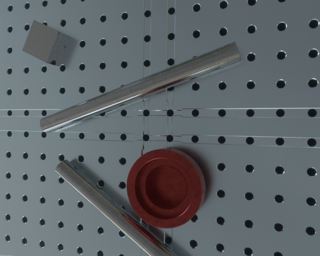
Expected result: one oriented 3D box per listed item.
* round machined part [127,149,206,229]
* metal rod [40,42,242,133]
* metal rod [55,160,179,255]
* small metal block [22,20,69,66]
[{"bbox_3d":[0.010,0.075,0.400,0.098,0.042,0.097,0,90,20],"label":"round machined part"},{"bbox_3d":[-0.039,-0.049,0.426,0.300,0.025,0.025,-18,84,19],"label":"metal rod"},{"bbox_3d":[-0.031,0.143,0.423,0.300,0.025,0.025,36,102,16],"label":"metal rod"},{"bbox_3d":[-0.175,-0.130,0.474,0.050,0.025,0.050,28,99,17],"label":"small metal block"}]
